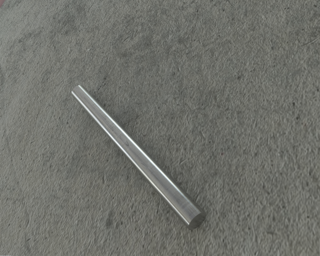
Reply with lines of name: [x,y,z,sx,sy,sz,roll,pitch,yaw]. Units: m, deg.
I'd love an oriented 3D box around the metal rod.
metal rod: [-0.047,0.019,0.418,0.025,0.025,0.300,-45,51,-3]
